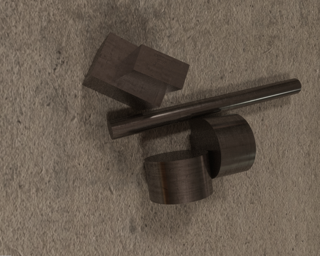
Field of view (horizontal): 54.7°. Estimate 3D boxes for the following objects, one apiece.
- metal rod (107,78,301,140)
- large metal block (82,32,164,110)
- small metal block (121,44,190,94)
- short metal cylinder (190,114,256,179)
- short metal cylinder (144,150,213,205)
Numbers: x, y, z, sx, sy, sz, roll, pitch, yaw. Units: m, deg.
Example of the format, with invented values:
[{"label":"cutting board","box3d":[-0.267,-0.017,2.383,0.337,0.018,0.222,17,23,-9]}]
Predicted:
[{"label":"metal rod","box3d":[0.076,-0.032,0.438,0.302,0.025,0.025,-14,95,-20]},{"label":"large metal block","box3d":[-0.040,-0.061,0.366,0.080,0.080,0.050,24,82,-19]},{"label":"small metal block","box3d":[-0.006,-0.056,0.309,0.050,0.050,0.025,19,84,-19]},{"label":"short metal cylinder","box3d":[0.081,0.023,0.411,0.050,0.080,0.079,-9,93,-20]},{"label":"short metal cylinder","box3d":[0.024,0.059,0.390,0.081,0.080,0.050,-9,93,-20]}]
